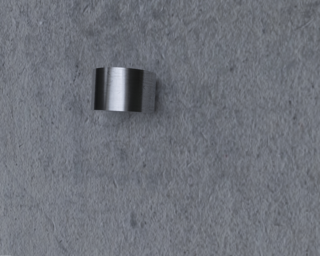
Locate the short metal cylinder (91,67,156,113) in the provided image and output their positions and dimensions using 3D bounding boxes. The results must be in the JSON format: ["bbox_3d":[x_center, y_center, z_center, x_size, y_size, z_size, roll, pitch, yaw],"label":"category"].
[{"bbox_3d":[-0.046,-0.045,0.395,0.080,0.080,0.050,3,91,19],"label":"short metal cylinder"}]
